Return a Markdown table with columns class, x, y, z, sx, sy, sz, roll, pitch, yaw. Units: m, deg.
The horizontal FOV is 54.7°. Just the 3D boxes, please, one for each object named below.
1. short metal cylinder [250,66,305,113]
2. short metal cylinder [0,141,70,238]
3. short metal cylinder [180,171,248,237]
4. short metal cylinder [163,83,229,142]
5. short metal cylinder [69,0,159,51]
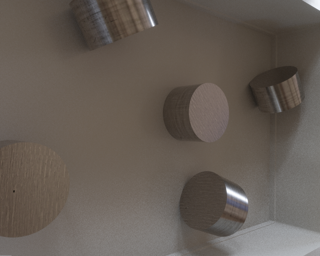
| class | x | y | z | sx | sy | sz | roll | pitch | yaw |
| --- | --- | --- | --- | --- | --- | --- | --- | --- | --- |
| short metal cylinder | 0.205 | -0.068 | 0.542 | 0.080 | 0.080 | 0.050 | -40 | 115 | -32 |
| short metal cylinder | -0.131 | 0.052 | 0.281 | 0.081 | 0.050 | 0.080 | 0 | 90 | -40 |
| short metal cylinder | 0.074 | 0.106 | 0.433 | 0.050 | 0.080 | 0.080 | 30 | 72 | -36 |
| short metal cylinder | 0.051 | -0.021 | 0.433 | 0.081 | 0.050 | 0.080 | 0 | 90 | -40 |
| short metal cylinder | -0.048 | -0.121 | 0.330 | 0.081 | 0.080 | 0.050 | -34 | 112 | -35 |
